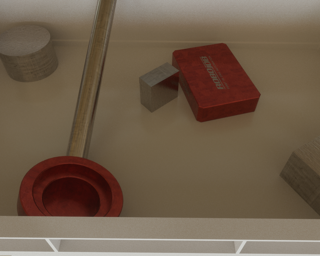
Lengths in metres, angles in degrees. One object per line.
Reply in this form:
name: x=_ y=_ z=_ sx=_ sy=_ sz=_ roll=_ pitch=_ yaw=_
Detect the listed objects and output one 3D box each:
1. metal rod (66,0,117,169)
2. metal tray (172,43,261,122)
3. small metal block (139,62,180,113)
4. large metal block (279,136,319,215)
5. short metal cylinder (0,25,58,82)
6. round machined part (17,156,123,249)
metal rod: x=-0.083 y=-0.088 z=0.400 sx=0.025 sy=0.025 sz=0.299 roll=6 pitch=74 yaw=4
metal tray: x=0.079 y=-0.073 z=0.464 sx=0.091 sy=0.030 sz=0.130 roll=-11 pitch=51 yaw=-10
small metal block: x=-0.001 y=-0.057 z=0.437 sx=0.050 sy=0.050 sz=0.025 roll=-33 pitch=58 yaw=-25
large metal block: x=0.200 y=0.052 z=0.348 sx=0.081 sy=0.050 sz=0.080 roll=-25 pitch=55 yaw=-20
short metal cylinder: x=-0.206 y=-0.117 z=0.484 sx=0.081 sy=0.050 sz=0.080 roll=0 pitch=50 yaw=0
round machined part: x=-0.091 y=0.077 z=0.312 sx=0.099 sy=0.042 sz=0.098 roll=18 pitch=34 yaw=-12
